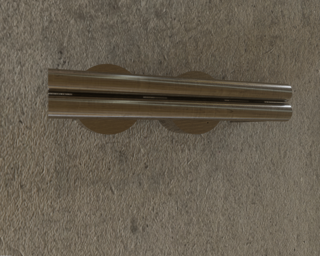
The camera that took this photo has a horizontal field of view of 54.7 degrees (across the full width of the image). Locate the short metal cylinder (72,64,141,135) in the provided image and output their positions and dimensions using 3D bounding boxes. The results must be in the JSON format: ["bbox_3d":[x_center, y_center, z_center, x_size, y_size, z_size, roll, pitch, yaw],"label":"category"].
[{"bbox_3d":[-0.066,-0.033,0.372,0.081,0.050,0.080,0,90,-20],"label":"short metal cylinder"}]

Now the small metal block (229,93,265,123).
[{"bbox_3d":[0.123,-0.033,0.444,0.025,0.050,0.050,-2,90,-20],"label":"small metal block"}]

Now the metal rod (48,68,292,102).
[{"bbox_3d":[0.028,-0.048,0.367,0.302,0.025,0.025,0,90,-20],"label":"metal rod"}]

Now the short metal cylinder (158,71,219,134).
[{"bbox_3d":[0.038,-0.032,0.412,0.081,0.050,0.080,0,90,-20],"label":"short metal cylinder"}]

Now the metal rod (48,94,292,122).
[{"bbox_3d":[0.028,-0.022,0.367,0.302,0.025,0.025,0,90,-20],"label":"metal rod"}]
